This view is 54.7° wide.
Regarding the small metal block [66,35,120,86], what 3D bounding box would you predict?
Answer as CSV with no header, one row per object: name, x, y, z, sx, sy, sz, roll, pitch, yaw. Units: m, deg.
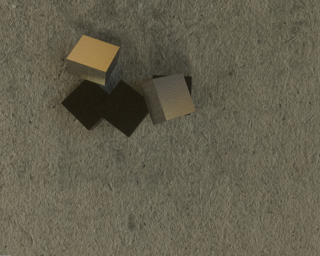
small metal block,-0.085,-0.088,0.398,0.050,0.025,0.050,19,53,-1

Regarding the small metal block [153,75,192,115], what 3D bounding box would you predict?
small metal block,0.015,-0.043,0.411,0.050,0.025,0.050,2,90,-1

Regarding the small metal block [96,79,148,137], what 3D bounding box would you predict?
small metal block,-0.042,-0.024,0.384,0.050,0.025,0.050,38,90,-1

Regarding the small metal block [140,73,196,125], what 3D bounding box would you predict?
small metal block,0.010,-0.035,0.374,0.050,0.025,0.050,-19,90,-40

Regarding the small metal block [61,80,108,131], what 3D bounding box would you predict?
small metal block,-0.092,-0.032,0.409,0.050,0.025,0.050,-45,91,0
